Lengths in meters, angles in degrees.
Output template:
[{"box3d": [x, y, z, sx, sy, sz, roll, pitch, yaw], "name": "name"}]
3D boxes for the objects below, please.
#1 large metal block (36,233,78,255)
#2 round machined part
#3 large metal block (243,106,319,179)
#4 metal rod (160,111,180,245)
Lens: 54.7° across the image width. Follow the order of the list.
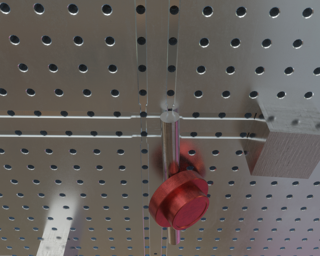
[{"box3d": [-0.200, 0.261, 0.596, 0.050, 0.080, 0.079, -2, 130, 2], "name": "large metal block"}, {"box3d": [0.036, 0.115, 0.470, 0.099, 0.042, 0.097, -22, 134, -24], "name": "round machined part"}, {"box3d": [0.167, 0.021, 0.414, 0.081, 0.050, 0.079, 4, 130, -4], "name": "large metal block"}, {"box3d": [0.020, 0.099, 0.495, 0.025, 0.025, 0.298, -2, 130, 2], "name": "metal rod"}]
